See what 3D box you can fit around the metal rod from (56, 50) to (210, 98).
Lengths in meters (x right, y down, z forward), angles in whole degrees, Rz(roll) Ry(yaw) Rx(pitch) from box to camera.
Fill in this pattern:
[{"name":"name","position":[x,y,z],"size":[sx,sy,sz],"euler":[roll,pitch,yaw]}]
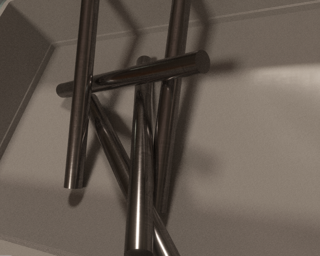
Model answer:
[{"name":"metal rod","position":[-0.061,-0.066,0.425],"size":[0.300,0.025,0.025],"euler":[-1,60,45]}]

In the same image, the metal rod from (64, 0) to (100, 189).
[{"name":"metal rod","position":[-0.107,-0.068,0.430],"size":[0.025,0.025,0.298],"euler":[2,85,28]}]

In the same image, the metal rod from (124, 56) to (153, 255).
[{"name":"metal rod","position":[-0.021,0.004,0.373],"size":[0.025,0.025,0.300],"euler":[-19,42,17]}]

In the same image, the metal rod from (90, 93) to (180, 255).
[{"name":"metal rod","position":[-0.050,0.042,0.383],"size":[0.025,0.025,0.300],"euler":[-38,45,2]}]

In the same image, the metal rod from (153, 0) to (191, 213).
[{"name":"metal rod","position":[0.013,-0.050,0.382],"size":[0.025,0.025,0.299],"euler":[1,76,28]}]
